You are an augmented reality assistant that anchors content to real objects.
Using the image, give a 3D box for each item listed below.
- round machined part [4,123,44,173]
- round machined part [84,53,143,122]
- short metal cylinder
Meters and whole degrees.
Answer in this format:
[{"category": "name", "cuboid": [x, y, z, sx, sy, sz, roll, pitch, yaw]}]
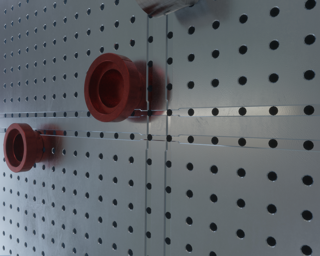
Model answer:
[{"category": "round machined part", "cuboid": [-0.272, 0.039, 0.623, 0.098, 0.042, 0.097, 0, 90, 40]}, {"category": "round machined part", "cuboid": [-0.063, -0.057, 0.451, 0.098, 0.042, 0.097, 0, 90, 40]}, {"category": "short metal cylinder", "cuboid": [0.007, -0.179, 0.368, 0.050, 0.081, 0.080, -5, 87, 40]}]
